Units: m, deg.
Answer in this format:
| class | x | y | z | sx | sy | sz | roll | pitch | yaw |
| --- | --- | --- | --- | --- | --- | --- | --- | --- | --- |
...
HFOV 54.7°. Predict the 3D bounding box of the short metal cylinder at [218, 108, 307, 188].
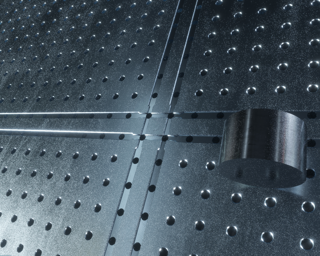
| class | x | y | z | sx | sy | sz | roll | pitch | yaw |
| --- | --- | --- | --- | --- | --- | --- | --- | --- | --- |
| short metal cylinder | 0.101 | 0.023 | 0.306 | 0.080 | 0.080 | 0.050 | 0 | 62 | 28 |
